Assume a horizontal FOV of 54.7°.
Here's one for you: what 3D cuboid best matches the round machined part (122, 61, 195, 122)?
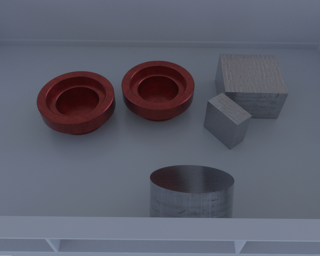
[{"bbox_3d":[-0.002,-0.047,0.434,0.099,0.042,0.098,0,50,0],"label":"round machined part"}]

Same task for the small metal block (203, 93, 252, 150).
[{"bbox_3d":[0.085,-0.008,0.397,0.025,0.050,0.050,-31,57,-23],"label":"small metal block"}]

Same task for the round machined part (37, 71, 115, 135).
[{"bbox_3d":[-0.109,-0.029,0.417,0.099,0.042,0.098,0,50,0],"label":"round machined part"}]

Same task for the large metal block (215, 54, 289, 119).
[{"bbox_3d":[0.125,-0.060,0.441,0.081,0.050,0.080,2,50,1],"label":"large metal block"}]

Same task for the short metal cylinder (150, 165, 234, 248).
[{"bbox_3d":[0.030,0.072,0.303,0.081,0.050,0.080,1,10,0],"label":"short metal cylinder"}]
